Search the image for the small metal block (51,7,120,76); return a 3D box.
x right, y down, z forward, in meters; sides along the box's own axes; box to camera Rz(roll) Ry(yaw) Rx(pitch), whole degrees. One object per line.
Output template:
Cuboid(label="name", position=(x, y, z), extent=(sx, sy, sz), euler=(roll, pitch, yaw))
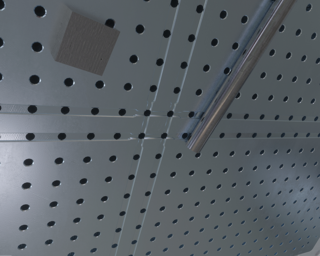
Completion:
Cuboid(label="small metal block", position=(-0.076, -0.087, 0.316), extent=(0.050, 0.025, 0.050), euler=(14, 111, -34))

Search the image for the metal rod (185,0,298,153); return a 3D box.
Cuboid(label="metal rod", position=(0.121, -0.095, 0.418), extent=(0.025, 0.025, 0.298), euler=(20, 108, -36))
